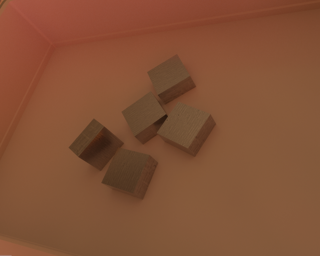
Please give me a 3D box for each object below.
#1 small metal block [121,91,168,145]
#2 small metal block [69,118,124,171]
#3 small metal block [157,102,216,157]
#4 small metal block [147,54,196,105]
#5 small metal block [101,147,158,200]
[{"bbox_3d":[-0.018,-0.014,0.422,0.050,0.025,0.050,-35,52,4],"label":"small metal block"},{"bbox_3d":[-0.085,0.023,0.418,0.025,0.050,0.050,33,80,38],"label":"small metal block"},{"bbox_3d":[0.033,0.001,0.387,0.050,0.025,0.050,25,75,36],"label":"small metal block"},{"bbox_3d":[0.016,-0.069,0.439,0.050,0.025,0.050,-30,52,8],"label":"small metal block"},{"bbox_3d":[-0.038,0.056,0.390,0.050,0.025,0.050,10,67,32],"label":"small metal block"}]
